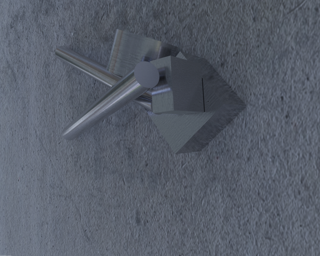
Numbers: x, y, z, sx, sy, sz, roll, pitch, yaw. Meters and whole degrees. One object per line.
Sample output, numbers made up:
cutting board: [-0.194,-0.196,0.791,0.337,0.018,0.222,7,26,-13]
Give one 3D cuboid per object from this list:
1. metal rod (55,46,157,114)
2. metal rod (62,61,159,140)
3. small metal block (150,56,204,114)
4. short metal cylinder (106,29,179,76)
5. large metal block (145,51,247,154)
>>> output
metal rod: [-0.086,-0.079,0.438,0.300,0.025,0.025,32,110,47]
metal rod: [-0.083,-0.019,0.403,0.299,0.025,0.025,-22,76,59]
small metal block: [0.018,-0.040,0.305,0.025,0.050,0.050,-5,87,40]
short metal cylinder: [-0.022,-0.088,0.389,0.080,0.081,0.050,26,107,36]
large metal block: [0.036,-0.028,0.357,0.080,0.050,0.080,-49,61,30]
